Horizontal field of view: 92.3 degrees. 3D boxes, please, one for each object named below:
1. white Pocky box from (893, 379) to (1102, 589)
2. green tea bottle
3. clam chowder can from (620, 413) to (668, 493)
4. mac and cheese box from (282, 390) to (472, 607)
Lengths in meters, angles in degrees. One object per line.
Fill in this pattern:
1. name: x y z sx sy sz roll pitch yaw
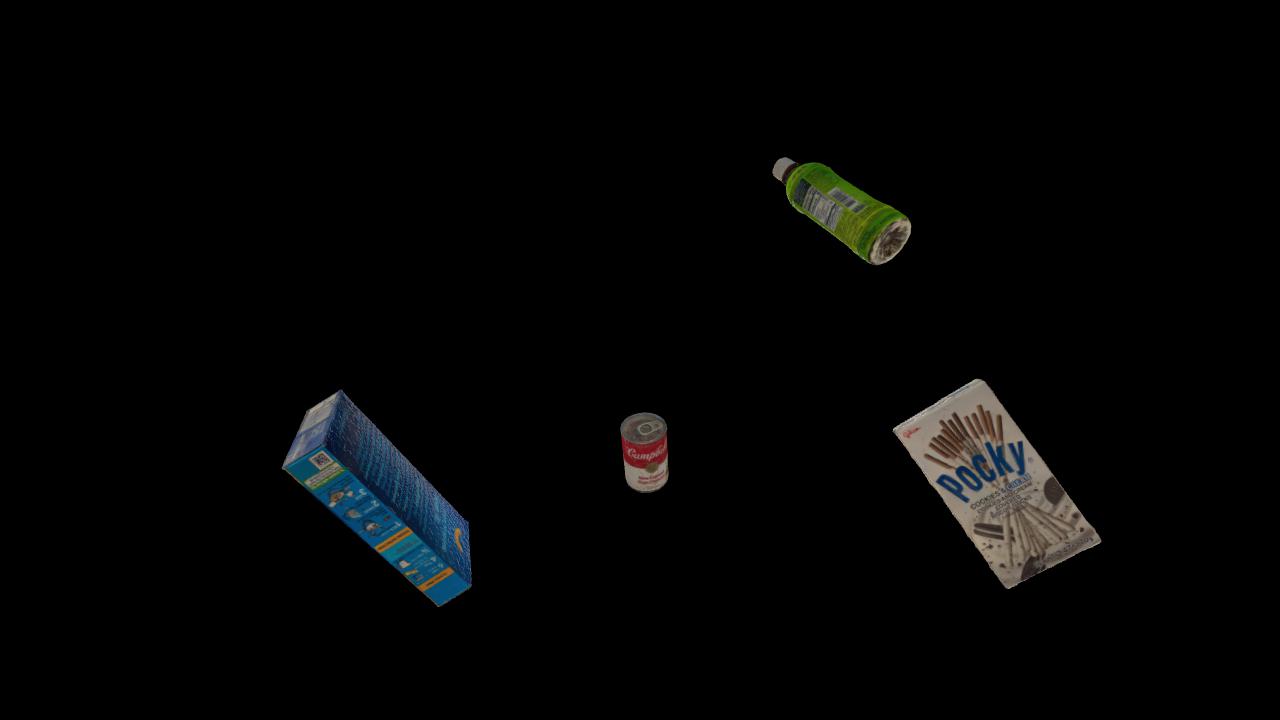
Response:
1. white Pocky box: 0.292 0.101 0.511 0.084 0.154 0.028 -35 -7 13
2. green tea bottle: 0.251 -0.207 0.803 0.073 0.073 0.212 0 40 -41
3. clam chowder can: 0.008 0.138 0.911 0.068 0.102 0.068 -2 35 2
4. mac and cheese box: -0.212 0.118 0.523 0.041 0.184 0.093 -32 29 -3
